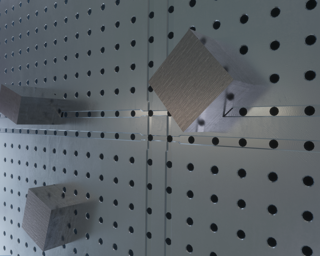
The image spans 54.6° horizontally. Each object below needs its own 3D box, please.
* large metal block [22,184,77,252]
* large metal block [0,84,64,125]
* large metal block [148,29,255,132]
[{"bbox_3d":[-0.202,0.159,0.562,0.080,0.050,0.080,24,105,37],"label":"large metal block"},{"bbox_3d":[-0.239,-0.043,0.573,0.080,0.081,0.050,25,106,37],"label":"large metal block"},{"bbox_3d":[0.045,-0.051,0.357,0.080,0.050,0.080,-48,61,29],"label":"large metal block"}]
